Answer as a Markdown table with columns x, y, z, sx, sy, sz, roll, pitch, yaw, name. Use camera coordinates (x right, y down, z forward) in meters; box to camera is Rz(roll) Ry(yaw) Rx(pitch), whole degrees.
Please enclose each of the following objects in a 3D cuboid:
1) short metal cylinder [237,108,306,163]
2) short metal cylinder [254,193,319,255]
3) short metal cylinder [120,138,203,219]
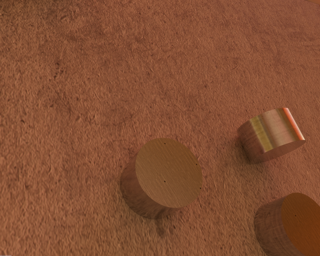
| x | y | z | sx | sy | sz | roll | pitch | yaw | name |
| --- | --- | --- | --- | --- | --- | --- | --- | --- | --- |
| 0.159 | 0.013 | 0.446 | 0.081 | 0.080 | 0.050 | -6 | 65 | -31 | short metal cylinder |
| 0.171 | 0.130 | 0.400 | 0.081 | 0.050 | 0.080 | 14 | 56 | -21 | short metal cylinder |
| 0.001 | 0.058 | 0.353 | 0.081 | 0.050 | 0.080 | 14 | 56 | -21 | short metal cylinder |
